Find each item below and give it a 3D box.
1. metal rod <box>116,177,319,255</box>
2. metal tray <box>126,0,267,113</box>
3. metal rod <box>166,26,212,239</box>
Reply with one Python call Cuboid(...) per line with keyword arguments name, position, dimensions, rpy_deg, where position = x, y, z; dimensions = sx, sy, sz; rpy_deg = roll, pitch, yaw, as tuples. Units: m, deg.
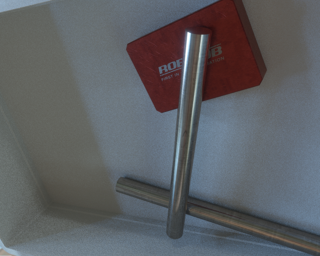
Cuboid(name="metal rod", position=(0.073, 0.122, 0.444), dimensions=(0.301, 0.025, 0.025), rpy_deg=(13, 124, 20))
Cuboid(name="metal tray", position=(0.037, -0.075, 0.339), dimensions=(0.130, 0.030, 0.090), rpy_deg=(-14, 111, 33))
Cuboid(name="metal rod", position=(0.029, 0.031, 0.374), dimensions=(0.025, 0.025, 0.298), rpy_deg=(16, 127, 18))
